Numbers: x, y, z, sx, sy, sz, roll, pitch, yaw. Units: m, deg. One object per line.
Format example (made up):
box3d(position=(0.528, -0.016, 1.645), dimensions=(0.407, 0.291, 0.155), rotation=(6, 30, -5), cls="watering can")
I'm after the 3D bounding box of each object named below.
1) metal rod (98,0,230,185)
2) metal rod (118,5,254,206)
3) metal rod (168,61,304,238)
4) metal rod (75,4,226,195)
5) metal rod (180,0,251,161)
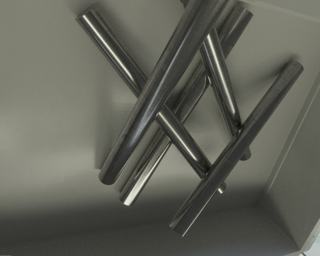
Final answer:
box3d(position=(-0.012, -0.022, 0.309), dimensions=(0.025, 0.025, 0.298), rotation=(0, 144, -29), cls="metal rod")
box3d(position=(0.027, -0.020, 0.413), dimensions=(0.025, 0.025, 0.299), rotation=(21, 107, -37), cls="metal rod")
box3d(position=(0.112, 0.018, 0.427), dimensions=(0.300, 0.025, 0.025), rotation=(-50, 131, -16), cls="metal rod")
box3d(position=(0.007, -0.012, 0.379), dimensions=(0.025, 0.025, 0.300), rotation=(-40, 121, -2), cls="metal rod")
box3d(position=(0.085, -0.041, 0.404), dimensions=(0.025, 0.025, 0.300), rotation=(-37, 138, -4), cls="metal rod")
